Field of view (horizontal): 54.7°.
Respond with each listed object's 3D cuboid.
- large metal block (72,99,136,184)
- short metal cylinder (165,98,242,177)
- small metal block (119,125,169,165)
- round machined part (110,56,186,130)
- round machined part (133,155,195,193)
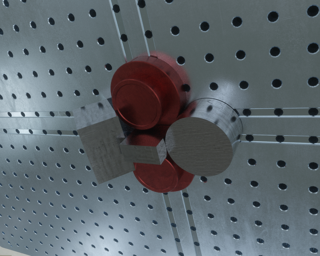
[{"bbox_3d":[-0.077,0.015,0.418,0.050,0.080,0.080,-20,115,-12],"label":"large metal block"},{"bbox_3d":[0.053,0.011,0.372,0.080,0.050,0.079,13,124,21],"label":"short metal cylinder"},{"bbox_3d":[-0.014,0.019,0.386,0.050,0.050,0.025,2,119,27],"label":"small metal block"},{"bbox_3d":[-0.021,-0.037,0.389,0.098,0.042,0.097,13,124,21],"label":"round machined part"},{"bbox_3d":[0.001,0.051,0.432,0.098,0.042,0.097,13,124,21],"label":"round machined part"}]
